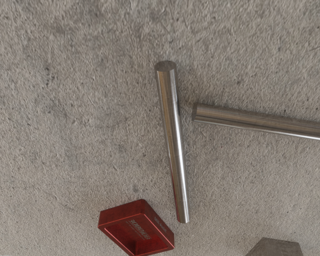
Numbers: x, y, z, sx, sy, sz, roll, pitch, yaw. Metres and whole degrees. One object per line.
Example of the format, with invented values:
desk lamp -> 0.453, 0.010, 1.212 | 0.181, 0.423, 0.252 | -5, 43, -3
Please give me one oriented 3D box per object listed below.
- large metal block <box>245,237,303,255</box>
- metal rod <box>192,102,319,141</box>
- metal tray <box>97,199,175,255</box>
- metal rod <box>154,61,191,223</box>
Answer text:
large metal block -> 0.231, 0.269, 0.624 | 0.081, 0.050, 0.079 | 12, 129, -11
metal rod -> 0.191, 0.001, 0.411 | 0.302, 0.025, 0.025 | 8, 130, -8
metal tray -> -0.040, 0.187, 0.562 | 0.090, 0.030, 0.130 | -20, 128, 16
metal rod -> 0.024, 0.043, 0.444 | 0.025, 0.025, 0.298 | -6, 130, 4
